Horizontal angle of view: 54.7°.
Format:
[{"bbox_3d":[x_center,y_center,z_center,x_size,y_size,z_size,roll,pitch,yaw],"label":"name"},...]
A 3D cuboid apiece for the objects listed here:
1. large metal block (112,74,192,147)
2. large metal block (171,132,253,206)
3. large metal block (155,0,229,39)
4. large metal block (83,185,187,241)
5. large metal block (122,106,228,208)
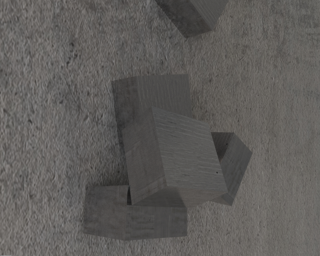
[{"bbox_3d":[-0.007,-0.022,0.382,0.081,0.050,0.079,-10,97,-40],"label":"large metal block"},{"bbox_3d":[0.067,0.052,0.425,0.050,0.080,0.080,43,64,-32],"label":"large metal block"},{"bbox_3d":[0.046,-0.186,0.426,0.080,0.050,0.080,43,64,-32],"label":"large metal block"},{"bbox_3d":[-0.027,0.091,0.341,0.081,0.080,0.050,13,72,-39],"label":"large metal block"},{"bbox_3d":[0.014,0.033,0.313,0.081,0.050,0.080,14,52,-39],"label":"large metal block"}]
